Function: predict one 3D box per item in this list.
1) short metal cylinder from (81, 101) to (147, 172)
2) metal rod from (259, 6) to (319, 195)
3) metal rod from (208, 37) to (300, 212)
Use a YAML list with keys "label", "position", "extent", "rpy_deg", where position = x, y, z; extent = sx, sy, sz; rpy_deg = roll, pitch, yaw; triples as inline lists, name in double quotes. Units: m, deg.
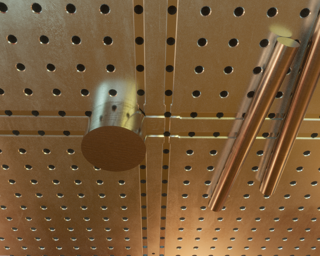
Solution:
- label: "short metal cylinder"
  position: [-0.058, 0.012, 0.404]
  extent: [0.081, 0.050, 0.079]
  rpy_deg: [0, 130, 0]
- label: "metal rod"
  position: [0.173, -0.015, 0.401]
  extent: [0.025, 0.025, 0.298]
  rpy_deg: [0, 130, -1]
- label: "metal rod"
  position: [0.116, 0.019, 0.429]
  extent: [0.025, 0.025, 0.298]
  rpy_deg: [6, 130, -6]
